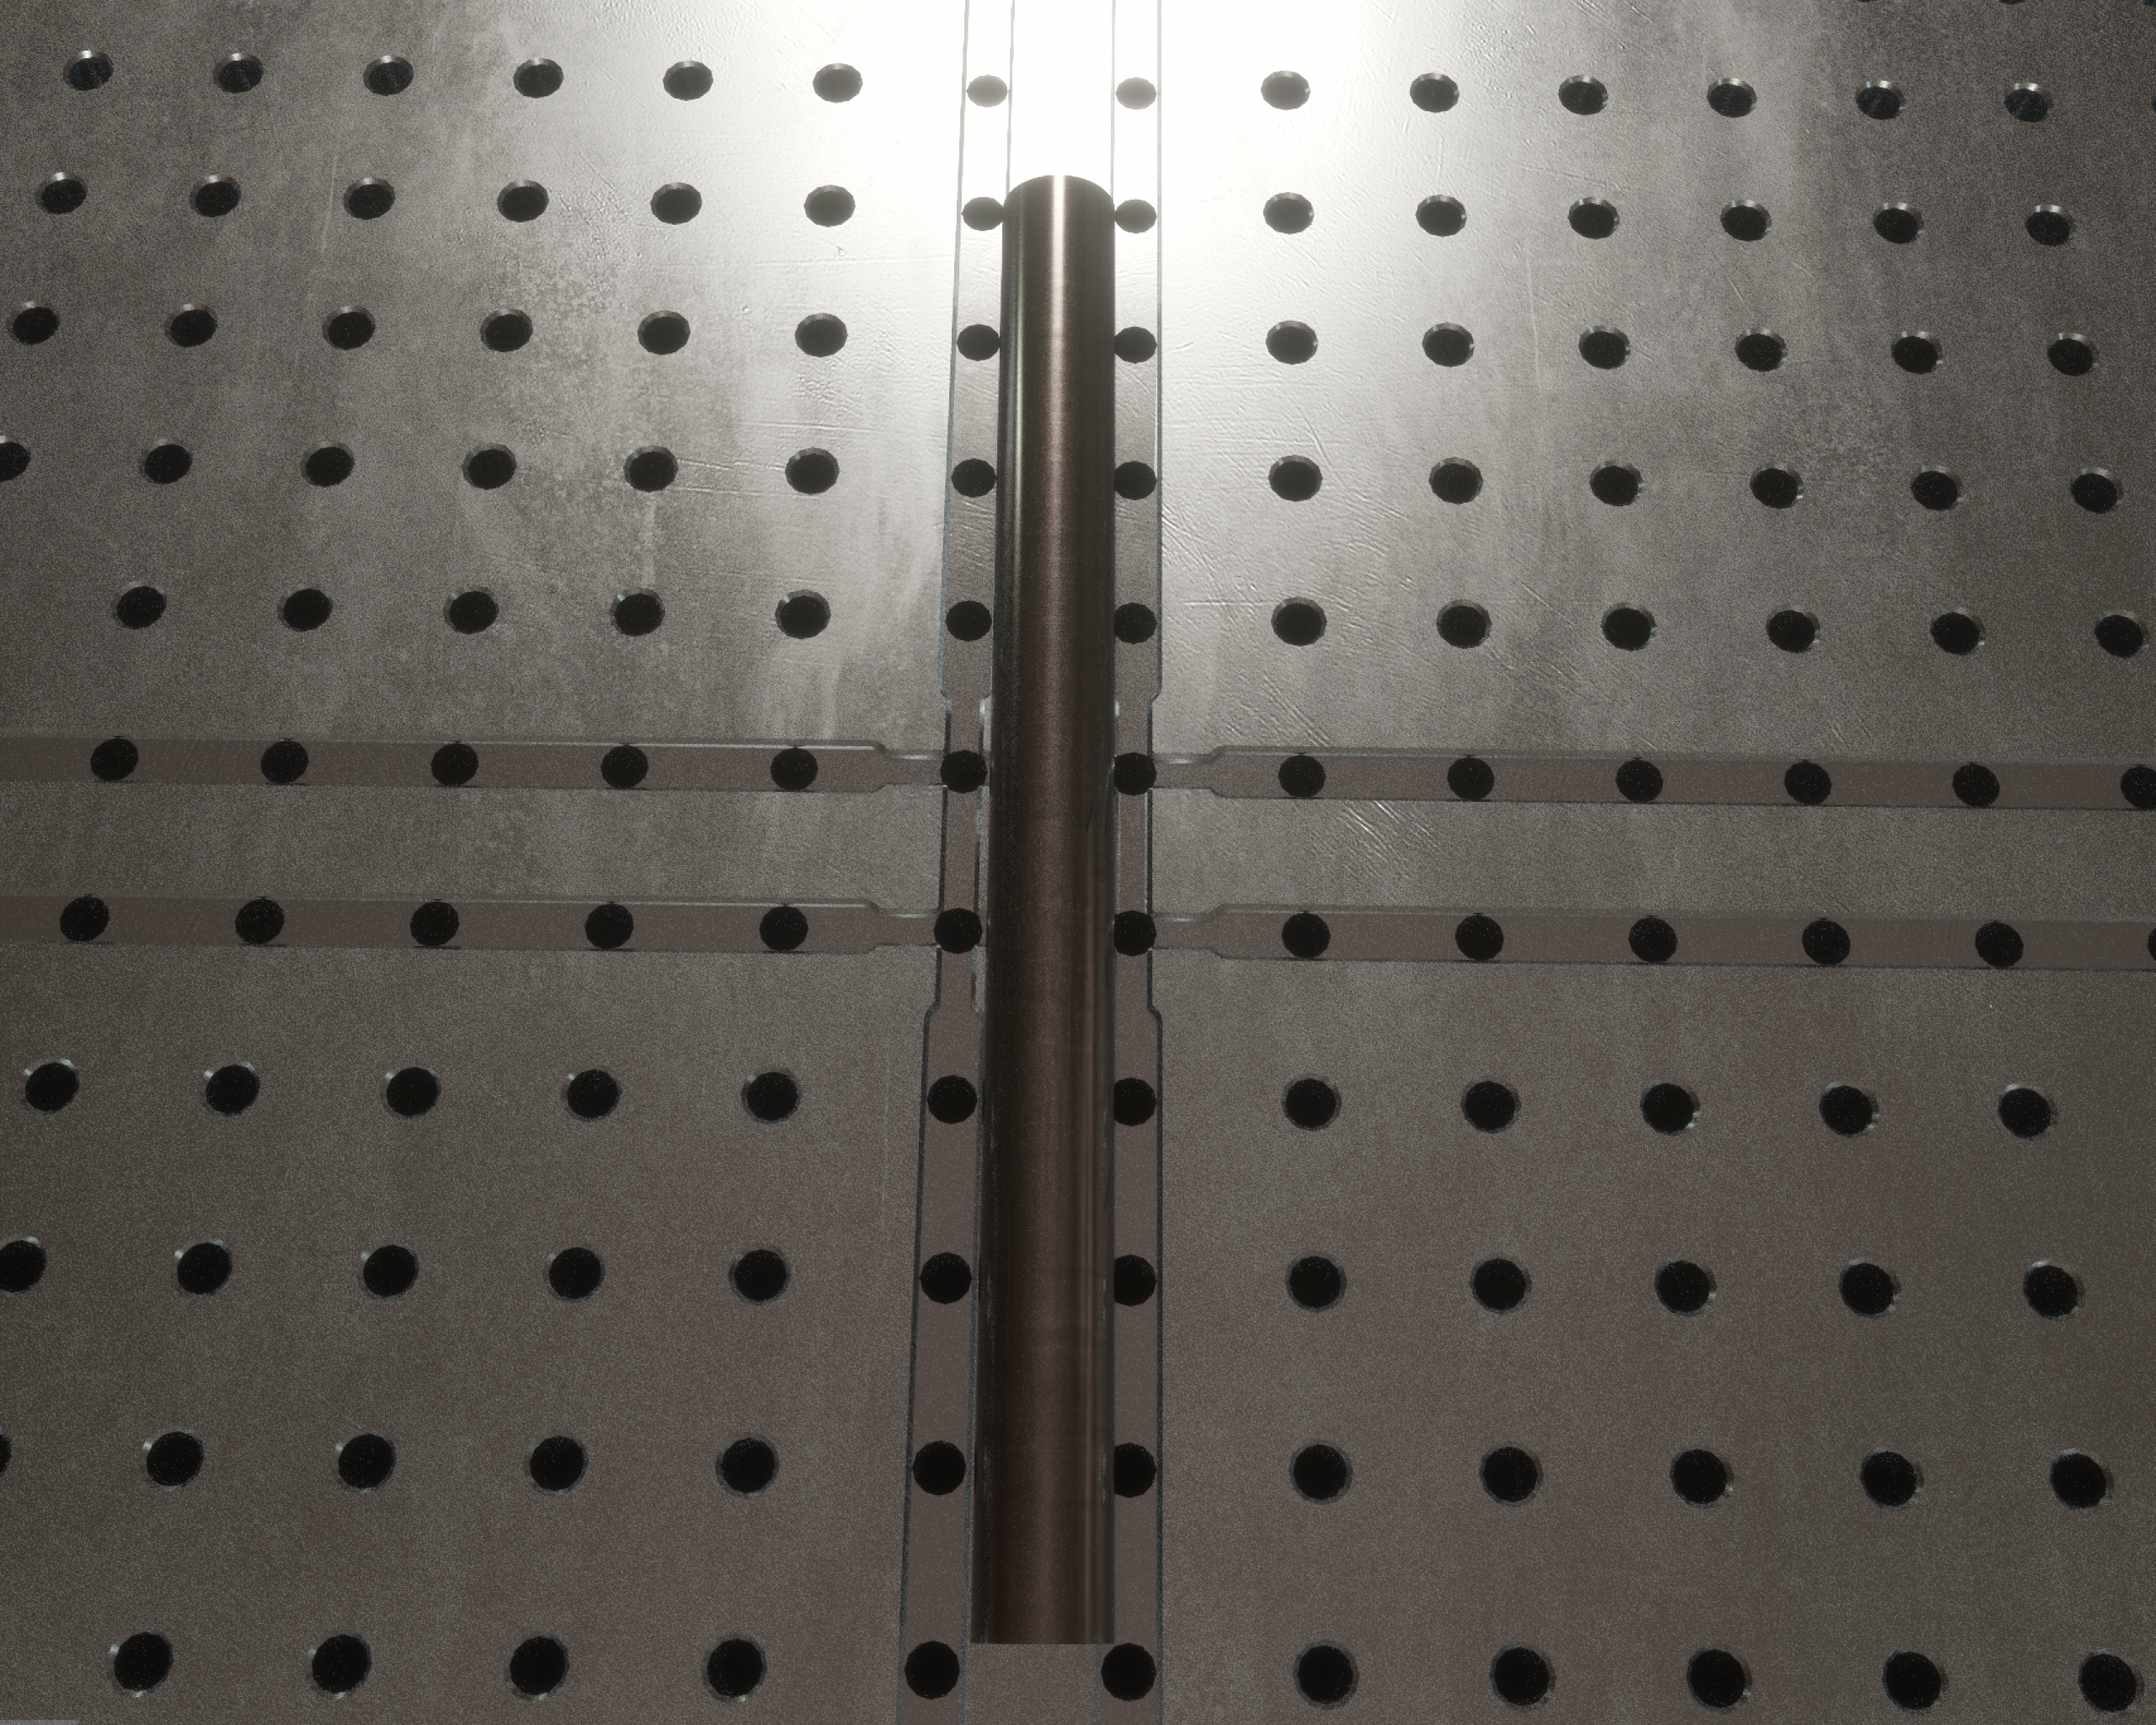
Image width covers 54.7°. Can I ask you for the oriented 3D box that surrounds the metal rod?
[{"bbox_3d":[-0.005,-0.005,0.413,0.025,0.025,0.299,0,70,0],"label":"metal rod"}]
